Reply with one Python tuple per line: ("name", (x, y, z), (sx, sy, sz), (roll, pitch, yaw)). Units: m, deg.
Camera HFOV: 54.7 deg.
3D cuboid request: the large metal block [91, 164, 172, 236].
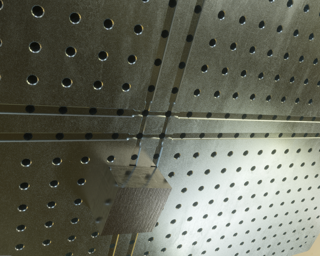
("large metal block", (-0.041, 0.101, 0.436), (0.081, 0.050, 0.079), (8, 114, -33))
